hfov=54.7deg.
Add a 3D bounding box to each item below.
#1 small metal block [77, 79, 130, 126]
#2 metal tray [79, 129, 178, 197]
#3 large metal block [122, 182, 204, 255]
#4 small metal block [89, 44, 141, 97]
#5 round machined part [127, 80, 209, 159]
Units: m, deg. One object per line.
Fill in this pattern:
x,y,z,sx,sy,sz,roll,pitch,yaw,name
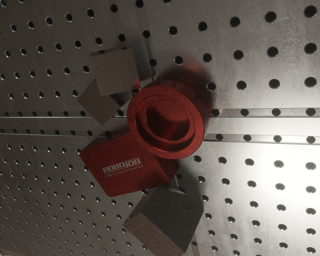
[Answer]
-0.078,-0.039,0.427,0.050,0.025,0.050,47,129,-5,small metal block
-0.050,0.051,0.464,0.130,0.030,0.090,-20,108,35,metal tray
0.007,0.131,0.452,0.080,0.080,0.050,44,129,-3,large metal block
-0.054,-0.071,0.380,0.050,0.025,0.050,-13,116,-2,small metal block
0.013,-0.013,0.382,0.098,0.042,0.097,11,122,19,round machined part
